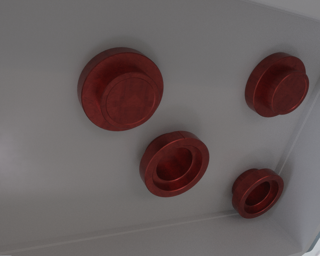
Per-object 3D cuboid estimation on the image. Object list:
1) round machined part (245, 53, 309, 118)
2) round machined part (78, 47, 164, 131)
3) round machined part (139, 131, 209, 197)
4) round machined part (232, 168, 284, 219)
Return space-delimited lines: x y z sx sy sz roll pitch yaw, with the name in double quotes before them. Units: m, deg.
"round machined part" 0.179 -0.058 0.459 0.099 0.042 0.097 -14 124 -21
"round machined part" -0.040 -0.038 0.352 0.099 0.042 0.097 -14 124 -21
"round machined part" 0.016 0.046 0.435 0.099 0.042 0.097 -14 124 -21
"round machined part" 0.170 0.112 0.560 0.099 0.042 0.097 -14 124 -21
